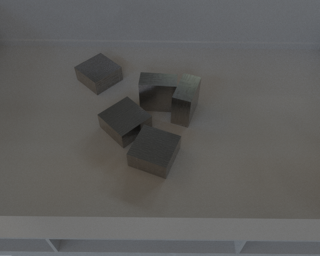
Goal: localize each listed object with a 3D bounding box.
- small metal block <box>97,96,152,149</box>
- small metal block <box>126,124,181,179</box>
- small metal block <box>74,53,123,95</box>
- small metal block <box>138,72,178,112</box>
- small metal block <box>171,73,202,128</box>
[{"bbox_3d":[-0.046,-0.008,0.412,0.050,0.025,0.050,-36,59,-27],"label":"small metal block"},{"bbox_3d":[-0.007,0.028,0.381,0.050,0.025,0.050,18,52,14],"label":"small metal block"},{"bbox_3d":[-0.093,-0.083,0.474,0.050,0.025,0.050,37,59,26],"label":"small metal block"},{"bbox_3d":[-0.002,-0.049,0.430,0.050,0.050,0.025,4,50,3],"label":"small metal block"},{"bbox_3d":[0.035,-0.037,0.421,0.025,0.050,0.050,16,52,12],"label":"small metal block"}]
